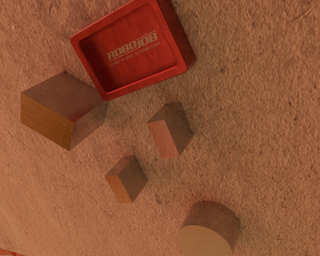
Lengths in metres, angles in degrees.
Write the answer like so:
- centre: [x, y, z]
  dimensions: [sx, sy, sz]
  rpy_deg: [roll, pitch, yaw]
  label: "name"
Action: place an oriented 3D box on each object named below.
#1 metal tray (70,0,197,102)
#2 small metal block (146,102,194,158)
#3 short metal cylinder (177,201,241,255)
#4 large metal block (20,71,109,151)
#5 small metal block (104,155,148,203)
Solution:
- centre: [-0.034, -0.092, 0.364]
  dimensions: [0.130, 0.030, 0.090]
  rpy_deg: [-15, 111, 34]
  label: "metal tray"
- centre: [0.014, 0.002, 0.384]
  dimensions: [0.025, 0.050, 0.050]
  rpy_deg: [-10, 113, 32]
  label: "small metal block"
- centre: [0.071, 0.153, 0.448]
  dimensions: [0.080, 0.050, 0.079]
  rpy_deg: [13, 124, 21]
  label: "short metal cylinder"
- centre: [-0.128, -0.026, 0.423]
  dimensions: [0.080, 0.080, 0.050]
  rpy_deg: [29, 128, 10]
  label: "large metal block"
- centre: [-0.049, 0.077, 0.464]
  dimensions: [0.025, 0.050, 0.050]
  rpy_deg: [-12, 112, 33]
  label: "small metal block"
